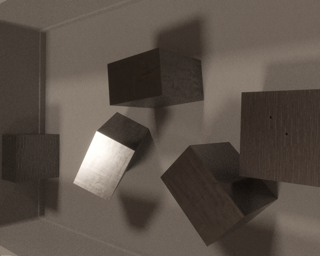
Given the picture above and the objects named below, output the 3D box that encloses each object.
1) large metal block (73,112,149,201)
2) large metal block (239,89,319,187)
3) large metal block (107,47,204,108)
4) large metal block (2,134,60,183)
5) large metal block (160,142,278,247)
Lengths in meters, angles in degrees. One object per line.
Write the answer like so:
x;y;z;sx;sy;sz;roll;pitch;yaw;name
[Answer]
-0.062;0.035;0.411;0.050;0.080;0.079;28;111;0;large metal block
0.123;0.007;0.288;0.080;0.050;0.079;2;92;39;large metal block
-0.004;-0.055;0.373;0.080;0.081;0.050;-6;86;39;large metal block
-0.231;0.051;0.558;0.050;0.081;0.079;1;91;40;large metal block
0.061;0.062;0.319;0.050;0.081;0.080;-51;60;28;large metal block
